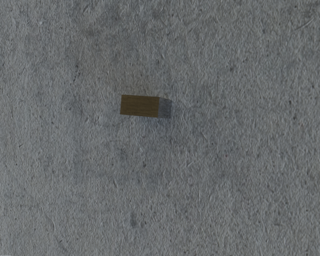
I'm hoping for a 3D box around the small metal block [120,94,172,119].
[{"bbox_3d":[-0.017,-0.027,0.401,0.050,0.050,0.025,6,92,19],"label":"small metal block"}]
